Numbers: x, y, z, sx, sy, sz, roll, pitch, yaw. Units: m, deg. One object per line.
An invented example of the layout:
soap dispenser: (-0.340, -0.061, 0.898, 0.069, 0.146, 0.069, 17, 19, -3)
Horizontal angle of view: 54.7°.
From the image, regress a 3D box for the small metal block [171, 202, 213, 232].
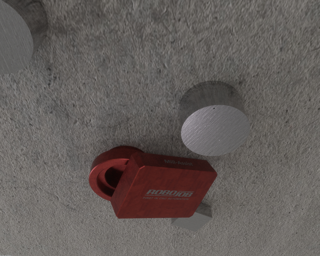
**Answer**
small metal block: (0.054, 0.150, 0.536, 0.050, 0.025, 0.050, 24, 126, -20)

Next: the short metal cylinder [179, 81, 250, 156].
short metal cylinder: (0.065, -0.011, 0.382, 0.081, 0.050, 0.079, 0, 130, 0)

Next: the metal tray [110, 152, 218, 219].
metal tray: (0.007, 0.084, 0.436, 0.131, 0.030, 0.089, 10, 117, -33)

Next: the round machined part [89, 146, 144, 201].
round machined part: (-0.050, 0.064, 0.450, 0.099, 0.042, 0.097, 0, 130, 0)

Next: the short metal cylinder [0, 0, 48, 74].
short metal cylinder: (-0.158, -0.100, 0.304, 0.081, 0.050, 0.079, 0, 130, 0)
